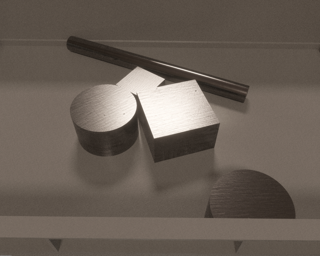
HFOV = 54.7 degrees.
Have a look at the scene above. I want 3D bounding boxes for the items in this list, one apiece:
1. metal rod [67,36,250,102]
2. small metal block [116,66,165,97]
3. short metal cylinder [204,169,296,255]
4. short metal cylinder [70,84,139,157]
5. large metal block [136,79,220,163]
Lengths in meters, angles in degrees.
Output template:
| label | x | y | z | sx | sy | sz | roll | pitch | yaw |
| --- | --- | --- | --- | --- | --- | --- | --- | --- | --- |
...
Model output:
| label | x | y | z | sx | sy | sz | roll | pitch | yaw |
| --- | --- | --- | --- | --- | --- | --- | --- | --- | --- |
| metal rod | -0.012 | -0.096 | 0.485 | 0.301 | 0.025 | 0.025 | 19 | 53 | 15 |
| small metal block | -0.028 | -0.058 | 0.454 | 0.050 | 0.025 | 0.050 | 29 | 55 | 21 |
| short metal cylinder | 0.088 | 0.090 | 0.315 | 0.081 | 0.050 | 0.080 | 0 | 50 | 0 |
| short metal cylinder | -0.069 | -0.010 | 0.397 | 0.081 | 0.050 | 0.080 | 0 | 50 | 0 |
| large metal block | 0.020 | -0.010 | 0.398 | 0.081 | 0.050 | 0.080 | -13 | 51 | -11 |
